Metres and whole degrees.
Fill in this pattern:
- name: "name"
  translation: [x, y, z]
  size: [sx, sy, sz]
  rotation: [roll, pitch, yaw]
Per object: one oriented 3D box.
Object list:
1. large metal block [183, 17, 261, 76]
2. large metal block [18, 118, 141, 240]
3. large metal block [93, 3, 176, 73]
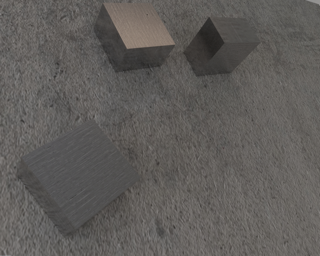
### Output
- name: "large metal block"
  translation: [0.099, -0.130, 0.501]
  size: [0.081, 0.080, 0.050]
  rotation: [-11, 68, -33]
- name: "large metal block"
  translation: [-0.081, 0.050, 0.313]
  size: [0.081, 0.050, 0.080]
  rotation: [-35, 81, -38]
- name: "large metal block"
  translation: [-0.038, -0.132, 0.448]
  size: [0.081, 0.050, 0.080]
  rotation: [-16, 70, -34]
